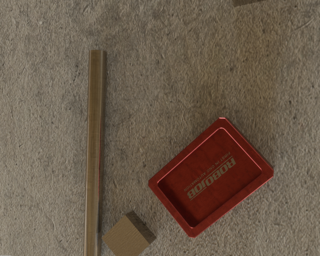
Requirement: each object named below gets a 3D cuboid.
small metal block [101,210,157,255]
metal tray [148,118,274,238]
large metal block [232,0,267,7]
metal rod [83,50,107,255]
[{"bbox_3d":[-0.042,0.150,0.423,0.050,0.025,0.050,47,104,13],"label":"small metal block"},{"bbox_3d":[0.061,0.061,0.384,0.130,0.030,0.090,-43,77,14],"label":"metal tray"},{"bbox_3d":[0.115,-0.180,0.339,0.080,0.080,0.050,-5,88,19],"label":"large metal block"},{"bbox_3d":[-0.092,0.041,0.440,0.025,0.025,0.298,2,91,19],"label":"metal rod"}]
